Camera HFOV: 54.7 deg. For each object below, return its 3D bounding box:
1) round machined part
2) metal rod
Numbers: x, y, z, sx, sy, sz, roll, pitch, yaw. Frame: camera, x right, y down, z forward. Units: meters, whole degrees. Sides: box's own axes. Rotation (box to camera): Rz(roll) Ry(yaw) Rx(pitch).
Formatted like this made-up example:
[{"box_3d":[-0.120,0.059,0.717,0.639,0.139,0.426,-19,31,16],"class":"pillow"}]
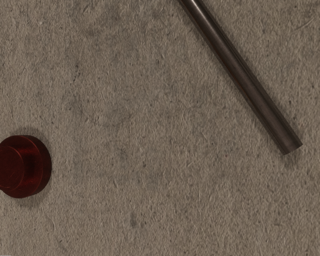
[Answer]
[{"box_3d":[-0.221,0.060,0.476,0.098,0.042,0.097,0,90,19],"class":"round machined part"},{"box_3d":[0.076,-0.101,0.381,0.025,0.025,0.299,-35,79,16],"class":"metal rod"}]
